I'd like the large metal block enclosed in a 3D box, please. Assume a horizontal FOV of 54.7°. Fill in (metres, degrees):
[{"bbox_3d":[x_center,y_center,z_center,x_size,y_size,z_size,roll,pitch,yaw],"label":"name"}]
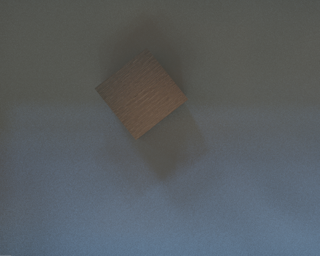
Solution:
[{"bbox_3d":[-0.023,-0.041,0.399,0.080,0.050,0.080,-38,91,0],"label":"large metal block"}]
